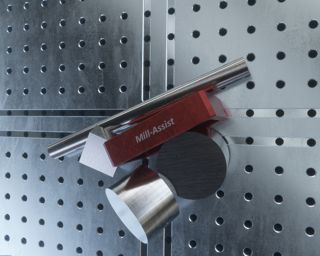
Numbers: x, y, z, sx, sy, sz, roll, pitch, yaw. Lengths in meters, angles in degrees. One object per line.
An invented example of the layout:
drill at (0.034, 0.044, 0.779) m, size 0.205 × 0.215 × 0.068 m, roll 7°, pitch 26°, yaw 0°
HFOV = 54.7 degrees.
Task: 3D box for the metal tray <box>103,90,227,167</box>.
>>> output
metal tray at (0.009, 0.002, 0.371) m, size 0.130 × 0.090 × 0.030 m, roll -28°, pitch 81°, yaw 18°

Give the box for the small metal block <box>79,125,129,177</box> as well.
small metal block at (-0.075, 0.031, 0.422) m, size 0.050 × 0.025 × 0.050 m, roll 24°, pitch 115°, yaw -1°

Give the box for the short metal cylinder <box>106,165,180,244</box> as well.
short metal cylinder at (-0.022, 0.092, 0.380) m, size 0.050 × 0.080 × 0.080 m, roll -35°, pitch 75°, yaw -26°

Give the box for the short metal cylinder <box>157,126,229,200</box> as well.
short metal cylinder at (0.042, 0.040, 0.375) m, size 0.080 × 0.050 × 0.079 m, roll 2°, pitch 99°, yaw 15°

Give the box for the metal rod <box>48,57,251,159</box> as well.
metal rod at (-0.027, -0.020, 0.418) m, size 0.300 × 0.025 × 0.025 m, roll -22°, pitch 83°, yaw 18°
